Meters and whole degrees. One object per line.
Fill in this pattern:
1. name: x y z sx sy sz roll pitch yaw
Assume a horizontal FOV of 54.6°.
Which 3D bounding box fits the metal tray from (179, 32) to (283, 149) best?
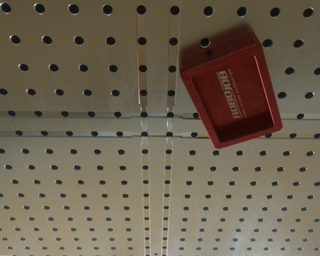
1. metal tray: 0.089 -0.038 0.376 0.090 0.030 0.130 -19 128 15
